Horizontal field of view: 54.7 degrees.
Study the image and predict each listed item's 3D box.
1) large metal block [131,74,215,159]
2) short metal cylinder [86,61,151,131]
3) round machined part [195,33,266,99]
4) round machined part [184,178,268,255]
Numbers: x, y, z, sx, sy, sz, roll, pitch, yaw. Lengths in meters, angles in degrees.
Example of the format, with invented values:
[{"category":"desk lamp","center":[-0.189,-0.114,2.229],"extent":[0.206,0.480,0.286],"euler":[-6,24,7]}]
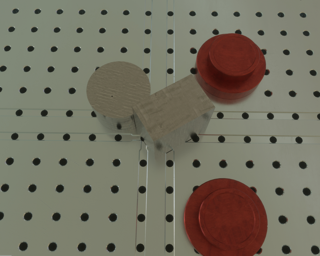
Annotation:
[{"category":"large metal block","center":[0.015,-0.011,0.386],"extent":[0.080,0.080,0.050],"euler":[-29,73,-10]},{"category":"short metal cylinder","center":[-0.052,-0.041,0.413],"extent":[0.081,0.050,0.080],"euler":[0,70,0]},{"category":"round machined part","center":[0.101,-0.094,0.437],"extent":[0.099,0.042,0.098],"euler":[0,70,0]},{"category":"round machined part","center":[0.078,0.107,0.364],"extent":[0.099,0.042,0.098],"euler":[0,70,0]}]
